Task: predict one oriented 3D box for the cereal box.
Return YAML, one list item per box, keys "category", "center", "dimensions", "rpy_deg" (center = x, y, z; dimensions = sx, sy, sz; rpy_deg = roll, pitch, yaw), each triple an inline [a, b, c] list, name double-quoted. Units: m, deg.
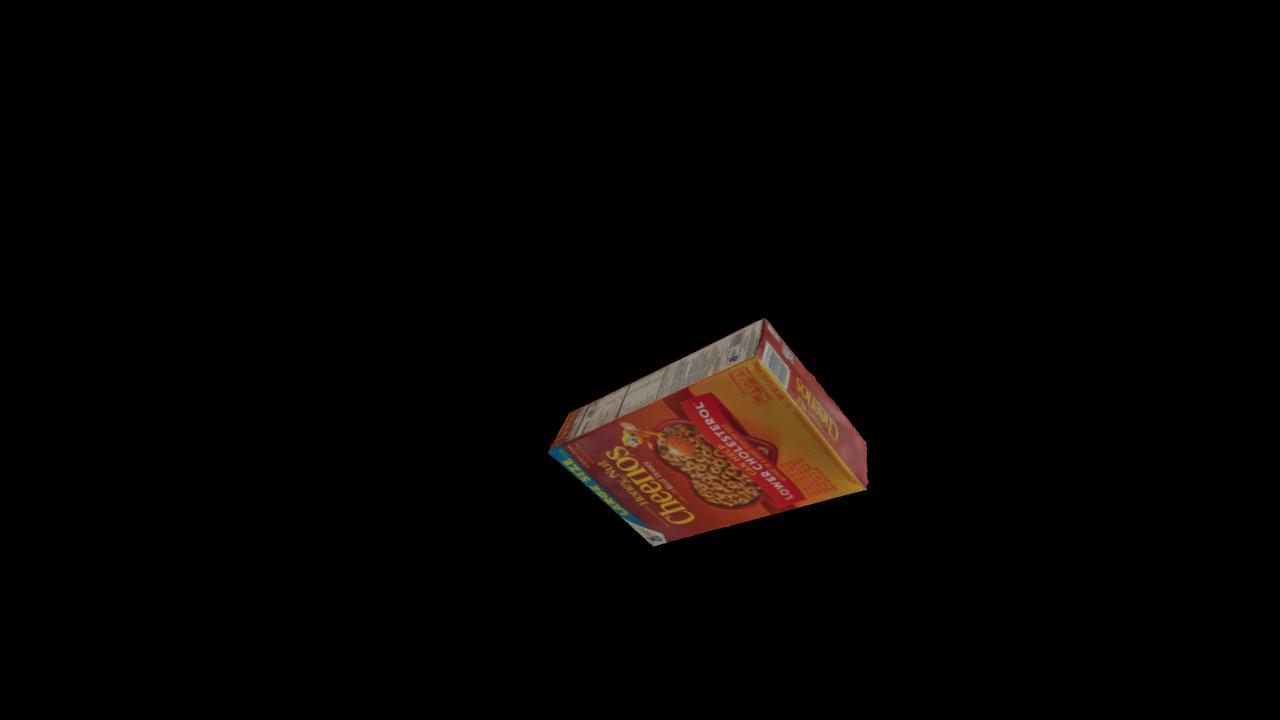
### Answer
- category: "cereal box"
  center: [0.069, 0.102, 0.703]
  dimensions: [0.306, 0.203, 0.081]
  rpy_deg: [-27, 26, 35]
